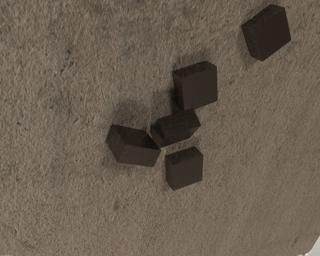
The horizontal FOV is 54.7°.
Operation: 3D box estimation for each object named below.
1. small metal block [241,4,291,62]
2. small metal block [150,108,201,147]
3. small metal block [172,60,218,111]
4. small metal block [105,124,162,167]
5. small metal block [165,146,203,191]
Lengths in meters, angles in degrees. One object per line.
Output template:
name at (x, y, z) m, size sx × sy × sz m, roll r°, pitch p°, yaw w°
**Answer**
small metal block at (0.141, -0.125, 0.409) m, size 0.050 × 0.025 × 0.050 m, roll -37°, pitch 130°, yaw -4°
small metal block at (0.019, 0.002, 0.403) m, size 0.050 × 0.025 × 0.050 m, roll -18°, pitch 164°, yaw -19°
small metal block at (0.046, -0.054, 0.401) m, size 0.050 × 0.025 × 0.050 m, roll -21°, pitch 127°, yaw -17°
small metal block at (-0.034, 0.022, 0.387) m, size 0.050 × 0.050 × 0.025 m, roll 13°, pitch 112°, yaw -34°
small metal block at (0.036, 0.061, 0.466) m, size 0.050 × 0.025 × 0.050 m, roll -16°, pitch 125°, yaw -20°
